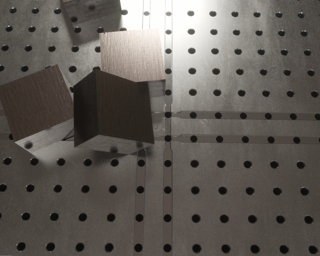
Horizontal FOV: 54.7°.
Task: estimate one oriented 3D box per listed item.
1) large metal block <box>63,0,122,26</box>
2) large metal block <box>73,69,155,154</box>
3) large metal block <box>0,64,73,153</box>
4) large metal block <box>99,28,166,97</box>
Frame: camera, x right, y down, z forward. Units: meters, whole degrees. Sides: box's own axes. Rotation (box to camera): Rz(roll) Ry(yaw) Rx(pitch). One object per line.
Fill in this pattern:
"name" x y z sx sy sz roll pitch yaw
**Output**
"large metal block" -0.112 -0.216 0.476 0.081 0.050 0.080 -20 71 -7
"large metal block" -0.057 -0.016 0.382 0.081 0.050 0.080 13 63 -43
"large metal block" -0.152 -0.025 0.406 0.080 0.050 0.080 -24 72 -9
"large metal block" -0.037 -0.087 0.430 0.081 0.050 0.080 -6 70 -3
